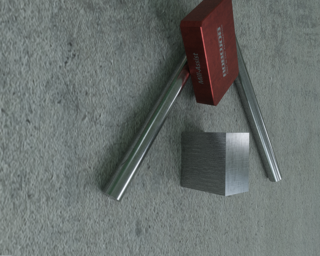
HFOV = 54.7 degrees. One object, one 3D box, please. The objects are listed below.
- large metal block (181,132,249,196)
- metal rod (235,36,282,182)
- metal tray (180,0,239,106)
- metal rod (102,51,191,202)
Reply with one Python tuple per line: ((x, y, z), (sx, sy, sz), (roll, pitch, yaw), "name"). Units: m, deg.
((0.076, 0.046, 0.435), (0.050, 0.080, 0.079), (1, 90, -40), "large metal block")
((0.162, -0.032, 0.543), (0.025, 0.025, 0.299), (-39, 114, -33), "metal rod")
((0.075, -0.107, 0.435), (0.090, 0.030, 0.129), (-51, 139, -33), "metal tray")
((0.011, -0.041, 0.415), (0.025, 0.025, 0.300), (44, 64, -32), "metal rod")
